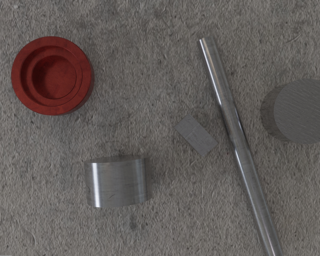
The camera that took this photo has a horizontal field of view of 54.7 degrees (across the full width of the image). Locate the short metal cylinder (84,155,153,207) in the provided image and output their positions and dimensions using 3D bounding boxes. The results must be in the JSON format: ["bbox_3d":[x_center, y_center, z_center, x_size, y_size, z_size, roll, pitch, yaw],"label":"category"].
[{"bbox_3d":[-0.051,0.062,0.382,0.081,0.080,0.050,-4,90,0],"label":"short metal cylinder"}]

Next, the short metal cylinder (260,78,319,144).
[{"bbox_3d":[0.177,-0.020,0.399,0.081,0.050,0.079,0,90,0],"label":"short metal cylinder"}]

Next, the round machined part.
[{"bbox_3d":[-0.134,-0.064,0.400,0.099,0.042,0.097,0,90,0],"label":"round machined part"}]

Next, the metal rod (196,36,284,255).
[{"bbox_3d":[0.106,0.025,0.410,0.025,0.025,0.298,-18,90,0],"label":"metal rod"}]

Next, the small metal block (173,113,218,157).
[{"bbox_3d":[0.044,0.009,0.398,0.025,0.050,0.050,-44,90,0],"label":"small metal block"}]
